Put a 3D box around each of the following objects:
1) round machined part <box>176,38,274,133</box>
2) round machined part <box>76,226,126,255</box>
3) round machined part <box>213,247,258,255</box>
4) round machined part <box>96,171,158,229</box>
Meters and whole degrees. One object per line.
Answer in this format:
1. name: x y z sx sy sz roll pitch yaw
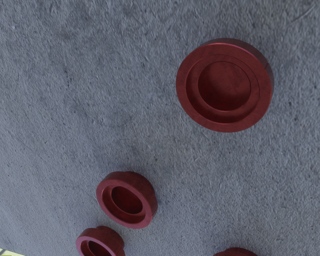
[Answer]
1. round machined part: 0.070 -0.047 0.330 0.098 0.042 0.097 13 124 21
2. round machined part: -0.108 0.227 0.594 0.098 0.042 0.097 13 124 21
3. round machined part: 0.122 0.221 0.468 0.098 0.042 0.097 13 124 21
4. round machined part: -0.047 0.107 0.487 0.098 0.042 0.097 13 124 21
